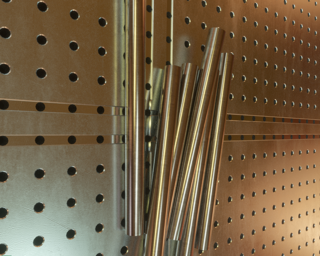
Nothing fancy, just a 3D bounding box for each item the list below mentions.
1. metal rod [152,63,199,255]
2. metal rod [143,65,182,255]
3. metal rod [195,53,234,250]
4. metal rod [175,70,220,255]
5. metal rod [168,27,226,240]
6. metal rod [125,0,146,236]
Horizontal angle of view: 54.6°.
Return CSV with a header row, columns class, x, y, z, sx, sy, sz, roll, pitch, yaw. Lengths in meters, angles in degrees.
class,x,y,z,sx,sy,sz,roll,pitch,yaw
metal rod,0.014,0.056,0.419,0.025,0.025,0.299,19,78,-38
metal rod,0.002,0.065,0.393,0.025,0.025,0.299,15,75,-39
metal rod,0.084,0.031,0.477,0.025,0.025,0.299,15,81,-39
metal rod,0.054,0.058,0.453,0.025,0.025,0.299,16,80,-39
metal rod,0.050,0.004,0.437,0.025,0.025,0.299,17,83,-39
metal rod,-0.031,-0.020,0.382,0.025,0.025,0.298,0,90,-40
